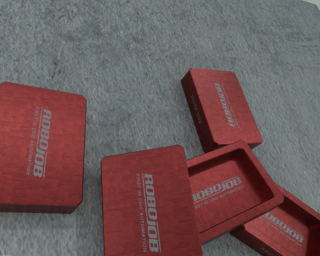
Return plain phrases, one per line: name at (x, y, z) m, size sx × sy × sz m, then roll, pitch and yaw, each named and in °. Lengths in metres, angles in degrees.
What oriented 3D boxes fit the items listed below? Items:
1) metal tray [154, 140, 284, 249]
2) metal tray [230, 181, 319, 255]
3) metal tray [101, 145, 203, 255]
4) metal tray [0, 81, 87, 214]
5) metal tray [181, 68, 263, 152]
metal tray at (0.068, 0.075, 0.367) m, size 0.131 × 0.030 × 0.090 m, roll -17°, pitch 62°, yaw -22°
metal tray at (0.161, 0.130, 0.410) m, size 0.130 × 0.030 × 0.090 m, roll 35°, pitch 51°, yaw -5°
metal tray at (-0.010, 0.087, 0.315) m, size 0.091 × 0.030 × 0.130 m, roll -9°, pitch 62°, yaw 2°
metal tray at (-0.127, 0.019, 0.321) m, size 0.091 × 0.030 × 0.130 m, roll 9°, pitch 58°, yaw -24°
metal tray at (0.092, -0.028, 0.469) m, size 0.091 × 0.030 × 0.130 m, roll -1°, pitch 62°, yaw -29°
